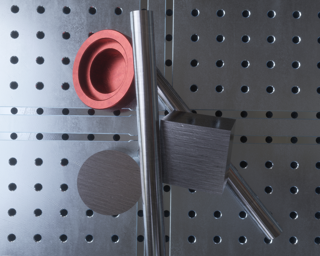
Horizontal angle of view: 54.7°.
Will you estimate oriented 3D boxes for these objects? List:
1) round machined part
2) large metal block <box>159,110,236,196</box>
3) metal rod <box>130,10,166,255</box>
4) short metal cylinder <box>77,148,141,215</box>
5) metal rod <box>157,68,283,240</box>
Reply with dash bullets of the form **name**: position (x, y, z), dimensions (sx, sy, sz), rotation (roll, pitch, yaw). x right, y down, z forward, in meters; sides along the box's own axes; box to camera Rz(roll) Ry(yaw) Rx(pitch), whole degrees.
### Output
- **round machined part**: position (-0.059, -0.070, 0.390), dimensions (0.098, 0.042, 0.097), rotation (-2, 86, 30)
- **large metal block**: position (0.045, 0.028, 0.379), dimensions (0.080, 0.050, 0.079), rotation (9, 109, 17)
- **metal rod**: position (-0.012, 0.023, 0.359), dimensions (0.025, 0.025, 0.298), rotation (-3, 101, 0)
- **short metal cylinder**: position (-0.060, 0.066, 0.400), dimensions (0.081, 0.050, 0.079), rotation (0, 90, 0)
- **metal rod**: position (0.062, 0.023, 0.414), dimensions (0.025, 0.025, 0.300), rotation (-38, 91, 0)
